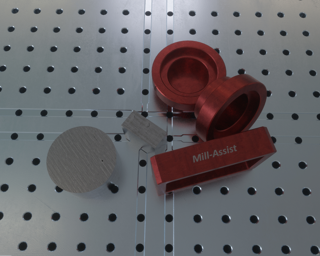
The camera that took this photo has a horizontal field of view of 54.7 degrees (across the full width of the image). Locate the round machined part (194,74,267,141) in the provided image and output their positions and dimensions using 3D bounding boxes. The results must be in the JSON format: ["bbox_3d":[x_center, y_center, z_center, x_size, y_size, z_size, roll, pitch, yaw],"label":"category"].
[{"bbox_3d":[0.082,-0.025,0.386,0.098,0.098,0.042,-35,54,-12],"label":"round machined part"}]

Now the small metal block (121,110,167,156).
[{"bbox_3d":[-0.019,0.009,0.395,0.050,0.050,0.025,34,74,11],"label":"small metal block"}]

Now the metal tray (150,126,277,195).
[{"bbox_3d":[0.056,0.041,0.362,0.131,0.090,0.030,-15,71,-5],"label":"metal tray"}]

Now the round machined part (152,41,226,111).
[{"bbox_3d":[0.038,-0.068,0.427,0.099,0.042,0.098,0,69,0],"label":"round machined part"}]

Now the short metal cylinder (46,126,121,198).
[{"bbox_3d":[-0.091,0.043,0.382,0.081,0.050,0.080,0,70,0],"label":"short metal cylinder"}]
